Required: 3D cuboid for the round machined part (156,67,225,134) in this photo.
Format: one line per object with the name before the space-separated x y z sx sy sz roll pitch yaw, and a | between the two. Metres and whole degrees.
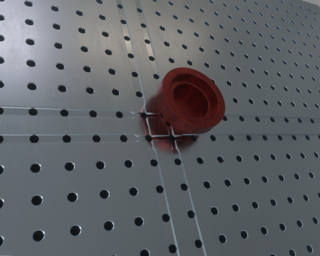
round machined part | 0.039 -0.034 0.439 0.099 0.042 0.098 13 56 -21
